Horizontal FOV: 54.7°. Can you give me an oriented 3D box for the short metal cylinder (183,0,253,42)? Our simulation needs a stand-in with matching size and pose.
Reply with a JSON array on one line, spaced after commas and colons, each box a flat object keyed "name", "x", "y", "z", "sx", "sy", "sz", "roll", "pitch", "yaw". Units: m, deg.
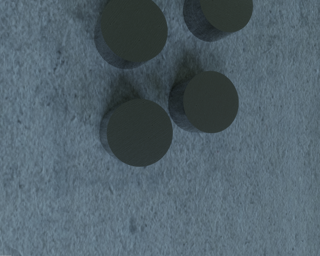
[{"name": "short metal cylinder", "x": 0.079, "y": -0.165, "z": 0.426, "sx": 0.081, "sy": 0.050, "sz": 0.079, "roll": 0, "pitch": 90, "yaw": -21}]

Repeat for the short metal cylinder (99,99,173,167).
[{"name": "short metal cylinder", "x": -0.031, "y": 0.005, "z": 0.385, "sx": 0.081, "sy": 0.050, "sz": 0.079, "roll": 0, "pitch": 90, "yaw": -21}]

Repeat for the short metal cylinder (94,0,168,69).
[{"name": "short metal cylinder", "x": -0.037, "y": -0.117, "z": 0.383, "sx": 0.081, "sy": 0.050, "sz": 0.079, "roll": 0, "pitch": 90, "yaw": -21}]

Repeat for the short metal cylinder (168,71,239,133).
[{"name": "short metal cylinder", "x": 0.058, "y": -0.033, "z": 0.418, "sx": 0.081, "sy": 0.050, "sz": 0.079, "roll": 0, "pitch": 90, "yaw": -21}]
